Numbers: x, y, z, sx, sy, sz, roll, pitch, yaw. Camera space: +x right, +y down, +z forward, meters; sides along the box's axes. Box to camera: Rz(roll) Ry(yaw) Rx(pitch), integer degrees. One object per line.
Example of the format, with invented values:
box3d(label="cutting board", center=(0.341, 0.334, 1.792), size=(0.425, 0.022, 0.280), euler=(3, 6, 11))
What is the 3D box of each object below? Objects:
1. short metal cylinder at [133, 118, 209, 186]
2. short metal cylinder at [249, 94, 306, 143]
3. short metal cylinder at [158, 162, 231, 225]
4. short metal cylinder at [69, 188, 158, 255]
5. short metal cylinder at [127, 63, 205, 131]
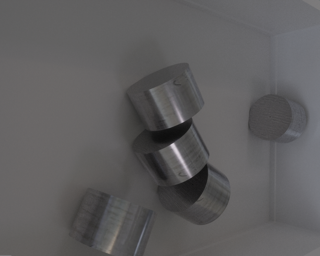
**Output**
box3d(label="short metal cylinder", center=(0.014, 0.026, 0.382), size=(0.080, 0.080, 0.050), euler=(-44, 117, -31))
box3d(label="short metal cylinder", center=(0.204, -0.015, 0.542), size=(0.050, 0.080, 0.080), euler=(10, 84, -40))
box3d(label="short metal cylinder", center=(0.045, 0.080, 0.408), size=(0.050, 0.080, 0.080), euler=(37, 67, -34))
box3d(label="short metal cylinder", center=(-0.049, 0.101, 0.330), size=(0.080, 0.080, 0.050), euler=(32, 70, -36))
box3d(label="short metal cylinder", center=(0.007, -0.039, 0.377), size=(0.080, 0.080, 0.050), euler=(-40, 115, -33))
